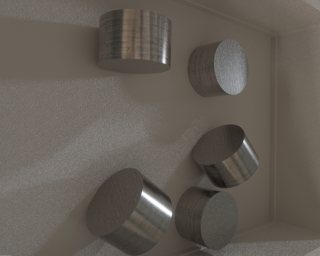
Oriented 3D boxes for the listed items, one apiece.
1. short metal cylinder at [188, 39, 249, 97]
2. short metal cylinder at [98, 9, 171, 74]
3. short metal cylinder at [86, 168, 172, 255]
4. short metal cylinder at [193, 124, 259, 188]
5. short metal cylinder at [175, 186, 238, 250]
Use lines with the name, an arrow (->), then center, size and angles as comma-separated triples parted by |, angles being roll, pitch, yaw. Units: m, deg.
short metal cylinder -> 0.088, -0.088, 0.463 | 0.081, 0.050, 0.080 | 0, 90, -40
short metal cylinder -> -0.028, -0.093, 0.347 | 0.081, 0.080, 0.050 | 2, 89, -40
short metal cylinder -> -0.034, 0.091, 0.343 | 0.050, 0.080, 0.080 | 45, 63, -31
short metal cylinder -> 0.095, 0.040, 0.451 | 0.080, 0.080, 0.050 | -51, 120, -28
short metal cylinder -> 0.068, 0.128, 0.447 | 0.081, 0.050, 0.080 | 0, 90, -40
